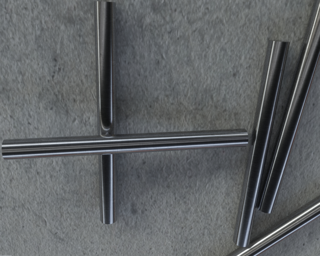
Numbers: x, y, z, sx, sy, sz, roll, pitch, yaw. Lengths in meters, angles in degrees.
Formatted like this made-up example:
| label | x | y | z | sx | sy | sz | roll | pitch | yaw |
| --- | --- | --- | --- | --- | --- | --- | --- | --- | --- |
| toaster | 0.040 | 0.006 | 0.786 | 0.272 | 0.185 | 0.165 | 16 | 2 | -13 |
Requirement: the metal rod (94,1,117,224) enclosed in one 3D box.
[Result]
| label | x | y | z | sx | sy | sz | roll | pitch | yaw |
| --- | --- | --- | --- | --- | --- | --- | --- | --- | --- |
| metal rod | -0.069 | -0.005 | 0.406 | 0.025 | 0.025 | 0.298 | 2 | 110 | -1 |

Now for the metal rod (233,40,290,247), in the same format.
| label | x | y | z | sx | sy | sz | roll | pitch | yaw |
| --- | --- | --- | --- | --- | --- | --- | --- | --- | --- |
| metal rod | 0.134 | 0.035 | 0.424 | 0.025 | 0.025 | 0.298 | 3 | 110 | -2 |

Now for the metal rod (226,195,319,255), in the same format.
| label | x | y | z | sx | sy | sz | roll | pitch | yaw |
| --- | --- | --- | --- | --- | --- | --- | --- | --- | --- |
| metal rod | 0.144 | 0.188 | 0.481 | 0.300 | 0.025 | 0.025 | -39 | 106 | 12 |

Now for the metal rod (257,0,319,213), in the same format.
| label | x | y | z | sx | sy | sz | roll | pitch | yaw |
| --- | --- | --- | --- | --- | --- | --- | --- | --- | --- |
| metal rod | 0.174 | -0.021 | 0.404 | 0.025 | 0.025 | 0.298 | 7 | 110 | -3 |

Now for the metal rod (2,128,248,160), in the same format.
| label | x | y | z | sx | sy | sz | roll | pitch | yaw |
| --- | --- | --- | --- | --- | --- | --- | --- | --- | --- |
| metal rod | -0.036 | 0.019 | 0.393 | 0.302 | 0.025 | 0.025 | -2 | 111 | -9 |
